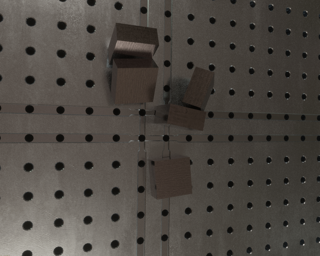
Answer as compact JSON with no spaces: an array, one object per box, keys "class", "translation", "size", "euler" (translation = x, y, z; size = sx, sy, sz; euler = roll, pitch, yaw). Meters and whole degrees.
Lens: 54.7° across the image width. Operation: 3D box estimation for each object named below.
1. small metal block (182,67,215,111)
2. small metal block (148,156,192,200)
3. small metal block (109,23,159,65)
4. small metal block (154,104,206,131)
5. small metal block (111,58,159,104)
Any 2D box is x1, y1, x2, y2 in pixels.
[{"class":"small metal block","translation":[0.052,-0.047,0.417],"size":[0.025,0.050,0.050],"euler":[20,82,13]},{"class":"small metal block","translation":[0.014,0.066,0.419],"size":[0.050,0.025,0.050],"euler":[-5,92,-20]},{"class":"small metal block","translation":[-0.034,-0.101,0.384],"size":[0.050,0.050,0.025],"euler":[1,67,-20]},{"class":"small metal block","translation":[0.025,-0.013,0.410],"size":[0.050,0.050,0.025],"euler":[12,87,-20]},{"class":"small metal block","translation":[-0.033,-0.059,0.388],"size":[0.050,0.025,0.050],"euler":[-5,130,-20]}]
